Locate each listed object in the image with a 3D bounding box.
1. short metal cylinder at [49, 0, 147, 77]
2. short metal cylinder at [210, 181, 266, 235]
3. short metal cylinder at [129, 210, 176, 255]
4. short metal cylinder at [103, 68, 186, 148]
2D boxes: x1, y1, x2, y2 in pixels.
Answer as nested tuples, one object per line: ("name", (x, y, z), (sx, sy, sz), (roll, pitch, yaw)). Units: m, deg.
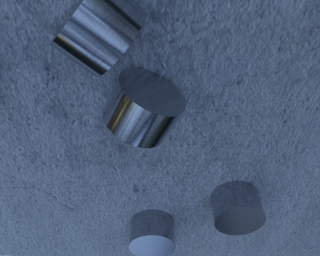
("short metal cylinder", (-0.058, -0.095, 0.290), (0.050, 0.080, 0.080), (35, 122, -26))
("short metal cylinder", (0.126, 0.131, 0.505), (0.081, 0.050, 0.079), (0, 130, 0))
("short metal cylinder", (-0.014, 0.190, 0.553), (0.081, 0.050, 0.079), (0, 130, 0))
("short metal cylinder", (-0.018, -0.024, 0.351), (0.080, 0.080, 0.050), (20, 127, -17))
